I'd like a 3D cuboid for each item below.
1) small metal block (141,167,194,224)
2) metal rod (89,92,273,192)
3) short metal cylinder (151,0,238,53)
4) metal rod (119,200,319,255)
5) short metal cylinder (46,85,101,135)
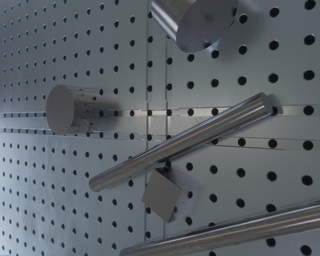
[{"bbox_3d":[0.009,0.086,0.402,0.050,0.025,0.050,33,110,35],"label":"small metal block"},{"bbox_3d":[0.003,0.032,0.406,0.299,0.025,0.025,-29,72,36],"label":"metal rod"},{"bbox_3d":[0.038,-0.131,0.342,0.080,0.081,0.050,-50,61,28],"label":"short metal cylinder"},{"bbox_3d":[0.057,0.129,0.361,0.299,0.025,0.025,-29,72,36],"label":"metal rod"},{"bbox_3d":[-0.144,-0.029,0.512,0.080,0.050,0.079,0,90,40],"label":"short metal cylinder"}]
